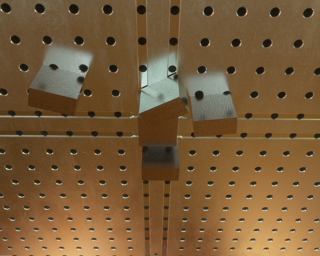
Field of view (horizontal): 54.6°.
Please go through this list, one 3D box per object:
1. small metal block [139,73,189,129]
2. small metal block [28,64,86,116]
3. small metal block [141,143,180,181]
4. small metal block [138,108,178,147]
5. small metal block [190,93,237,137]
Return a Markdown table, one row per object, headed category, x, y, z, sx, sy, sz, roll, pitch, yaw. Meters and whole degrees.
| category | x | y | z | sx | sy | sz | roll | pitch | yaw |
| --- | --- | --- | --- | --- | --- | --- | --- | --- | --- |
| small metal block | 0.004 | -0.033 | 0.367 | 0.050 | 0.050 | 0.025 | -22 | 127 | 17 |
| small metal block | -0.117 | -0.044 | 0.357 | 0.050 | 0.050 | 0.025 | 13 | 129 | -11 |
| small metal block | 0.001 | 0.046 | 0.434 | 0.050 | 0.050 | 0.025 | 1 | 130 | -1 |
| small metal block | -0.003 | -0.002 | 0.409 | 0.050 | 0.025 | 0.050 | 1 | 130 | -1 |
| small metal block | 0.065 | -0.017 | 0.381 | 0.050 | 0.050 | 0.025 | -5 | 130 | 4 |
